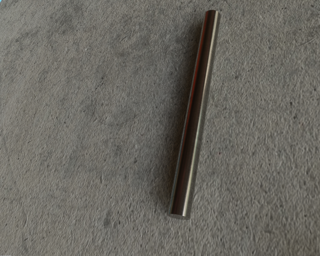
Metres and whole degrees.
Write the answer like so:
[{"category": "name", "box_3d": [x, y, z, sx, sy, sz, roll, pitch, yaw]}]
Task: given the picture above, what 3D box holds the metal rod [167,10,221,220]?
[{"category": "metal rod", "box_3d": [0.049, -0.036, 0.398, 0.025, 0.025, 0.300, -2, 61, 27]}]
